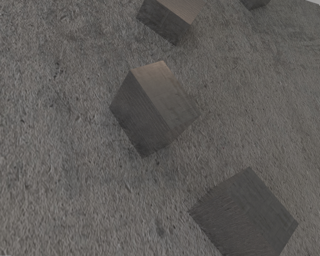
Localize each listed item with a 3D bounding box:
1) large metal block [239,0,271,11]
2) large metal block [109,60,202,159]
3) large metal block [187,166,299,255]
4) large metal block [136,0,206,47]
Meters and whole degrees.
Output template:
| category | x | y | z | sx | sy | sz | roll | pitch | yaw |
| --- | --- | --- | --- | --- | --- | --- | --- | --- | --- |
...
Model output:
| category | x | y | z | sx | sy | sz | roll | pitch | yaw |
| --- | --- | --- | --- | --- | --- | --- | --- | --- | --- |
| large metal block | 0.225 | -0.312 | 0.680 | 0.081 | 0.080 | 0.050 | -29 | 78 | -37 |
| large metal block | -0.009 | -0.021 | 0.376 | 0.050 | 0.080 | 0.080 | -25 | 76 | -37 |
| large metal block | 0.092 | 0.103 | 0.355 | 0.050 | 0.080 | 0.080 | -34 | 81 | -38 |
| large metal block | 0.019 | -0.197 | 0.518 | 0.080 | 0.050 | 0.080 | 34 | 51 | -6 |
